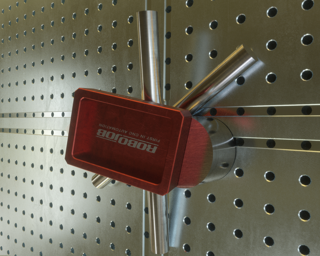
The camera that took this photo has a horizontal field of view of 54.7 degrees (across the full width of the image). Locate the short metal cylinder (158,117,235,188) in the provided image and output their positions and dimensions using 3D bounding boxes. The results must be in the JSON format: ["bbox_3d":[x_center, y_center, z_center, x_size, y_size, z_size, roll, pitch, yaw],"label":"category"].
[{"bbox_3d":[0.039,0.026,0.358,0.080,0.050,0.079,0,90,39],"label":"short metal cylinder"}]

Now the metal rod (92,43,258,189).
[{"bbox_3d":[0.000,0.002,0.408,0.299,0.025,0.025,-41,66,32],"label":"metal rod"}]

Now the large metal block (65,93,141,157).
[{"bbox_3d":[-0.068,-0.001,0.426,0.080,0.081,0.050,-41,65,32],"label":"large metal block"}]

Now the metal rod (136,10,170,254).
[{"bbox_3d":[-0.007,0.013,0.384,0.025,0.025,0.298,5,102,39],"label":"metal rod"}]

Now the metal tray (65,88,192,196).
[{"bbox_3d":[-0.038,0.011,0.344,0.130,0.030,0.089,14,99,20],"label":"metal tray"}]
